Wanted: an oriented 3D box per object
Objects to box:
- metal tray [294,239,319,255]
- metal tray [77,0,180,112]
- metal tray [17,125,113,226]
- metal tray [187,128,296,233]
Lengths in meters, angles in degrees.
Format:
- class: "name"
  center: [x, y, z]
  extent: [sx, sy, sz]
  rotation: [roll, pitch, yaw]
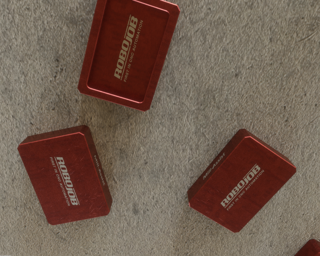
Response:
- class: "metal tray"
  center: [0.244, 0.251, 0.501]
  extent: [0.090, 0.030, 0.129]
  rotation: [30, 107, -11]
- class: "metal tray"
  center: [-0.038, -0.094, 0.371]
  extent: [0.091, 0.030, 0.129]
  rotation: [16, 109, -6]
- class: "metal tray"
  center: [-0.128, 0.067, 0.431]
  extent: [0.090, 0.030, 0.129]
  rotation: [-12, 110, 4]
- class: "metal tray"
  center: [0.112, 0.076, 0.436]
  extent: [0.090, 0.030, 0.129]
  rotation: [33, 107, -12]
